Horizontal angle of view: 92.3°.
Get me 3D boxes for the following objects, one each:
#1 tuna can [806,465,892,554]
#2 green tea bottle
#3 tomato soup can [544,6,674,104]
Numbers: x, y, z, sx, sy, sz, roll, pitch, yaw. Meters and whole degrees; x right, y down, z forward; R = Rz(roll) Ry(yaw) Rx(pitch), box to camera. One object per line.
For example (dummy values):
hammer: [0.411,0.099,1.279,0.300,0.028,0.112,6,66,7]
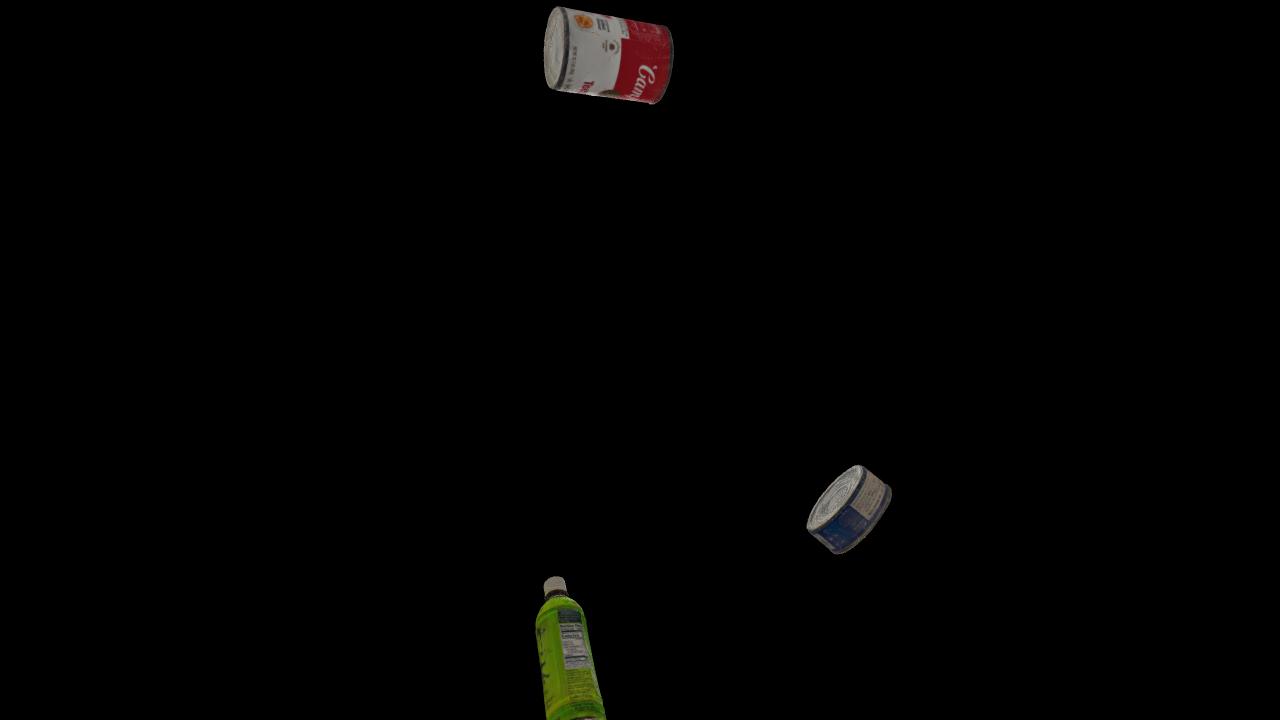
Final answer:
tuna can: [0.198,0.142,0.589,0.034,0.084,0.084,39,5,6]
green tea bottle: [-0.095,0.374,0.790,0.073,0.073,0.212,0,33,-15]
tomato soup can: [-0.029,-0.271,0.551,0.101,0.068,0.068,-2,1,-24]
